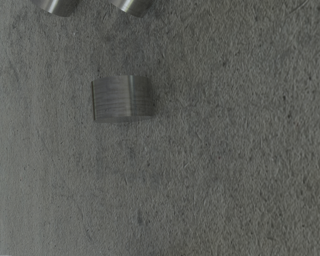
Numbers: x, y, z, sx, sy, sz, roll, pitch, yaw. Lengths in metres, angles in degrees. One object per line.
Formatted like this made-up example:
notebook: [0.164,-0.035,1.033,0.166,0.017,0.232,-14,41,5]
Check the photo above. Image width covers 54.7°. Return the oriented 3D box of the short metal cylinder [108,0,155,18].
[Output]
short metal cylinder: [-0.040,-0.190,0.402,0.050,0.081,0.080,-50,61,29]

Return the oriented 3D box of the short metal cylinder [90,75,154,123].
short metal cylinder: [-0.050,-0.036,0.410,0.080,0.081,0.050,-8,85,40]

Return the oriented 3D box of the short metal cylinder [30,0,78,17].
short metal cylinder: [-0.176,-0.230,0.515,0.050,0.081,0.080,-52,60,27]
